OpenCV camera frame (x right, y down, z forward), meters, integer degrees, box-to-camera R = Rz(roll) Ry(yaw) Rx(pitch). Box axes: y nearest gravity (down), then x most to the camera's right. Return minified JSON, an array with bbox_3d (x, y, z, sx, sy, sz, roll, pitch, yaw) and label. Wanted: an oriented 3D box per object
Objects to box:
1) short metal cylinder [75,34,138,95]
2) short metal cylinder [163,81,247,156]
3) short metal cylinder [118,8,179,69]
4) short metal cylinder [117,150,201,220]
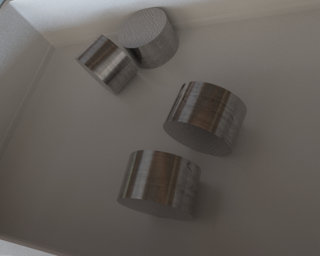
[{"bbox_3d":[-0.080,-0.095,0.469,0.050,0.080,0.080,-48,52,-6],"label":"short metal cylinder"},{"bbox_3d":[0.050,-0.009,0.349,0.080,0.080,0.050,13,69,33],"label":"short metal cylinder"},{"bbox_3d":[-0.017,-0.139,0.482,0.080,0.050,0.080,-13,56,20],"label":"short metal cylinder"},{"bbox_3d":[0.000,0.063,0.331,0.080,0.080,0.050,0,62,28],"label":"short metal cylinder"}]
